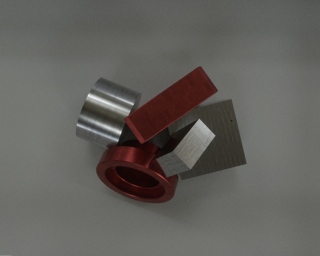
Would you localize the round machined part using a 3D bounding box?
[{"bbox_3d":[-0.024,0.051,0.383,0.098,0.097,0.042,20,55,-1],"label":"round machined part"}]

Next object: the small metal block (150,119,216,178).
[{"bbox_3d":[0.024,0.022,0.329,0.025,0.050,0.050,46,58,-7],"label":"small metal block"}]

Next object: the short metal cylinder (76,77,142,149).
[{"bbox_3d":[-0.062,-0.016,0.381,0.050,0.080,0.080,23,90,-1],"label":"short metal cylinder"}]

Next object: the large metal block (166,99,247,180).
[{"bbox_3d":[0.054,0.012,0.391,0.080,0.050,0.080,-14,95,-1],"label":"large metal block"}]

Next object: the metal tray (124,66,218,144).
[{"bbox_3d":[0.010,-0.023,0.357,0.090,0.130,0.030,-35,91,0],"label":"metal tray"}]
